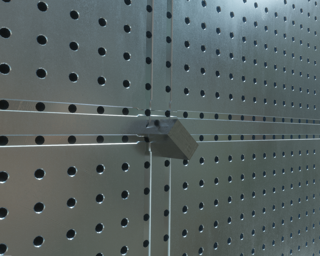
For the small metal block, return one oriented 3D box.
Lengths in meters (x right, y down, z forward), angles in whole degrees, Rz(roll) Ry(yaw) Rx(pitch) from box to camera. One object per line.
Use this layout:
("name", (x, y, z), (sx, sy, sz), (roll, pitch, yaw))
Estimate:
("small metal block", (0.014, 0.015, 0.403), (0.050, 0.050, 0.025), (49, 61, -29))
